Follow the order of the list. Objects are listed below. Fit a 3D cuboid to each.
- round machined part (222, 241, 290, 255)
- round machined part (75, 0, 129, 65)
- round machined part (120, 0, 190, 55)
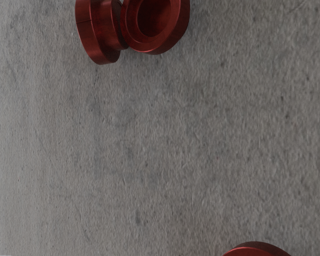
[{"bbox_3d":[0.105,0.162,0.307,0.098,0.042,0.097,0,90,39],"label":"round machined part"},{"bbox_3d":[-0.071,-0.138,0.420,0.042,0.098,0.097,-7,85,14],"label":"round machined part"},{"bbox_3d":[-0.002,-0.142,0.393,0.098,0.042,0.097,0,90,39],"label":"round machined part"}]
